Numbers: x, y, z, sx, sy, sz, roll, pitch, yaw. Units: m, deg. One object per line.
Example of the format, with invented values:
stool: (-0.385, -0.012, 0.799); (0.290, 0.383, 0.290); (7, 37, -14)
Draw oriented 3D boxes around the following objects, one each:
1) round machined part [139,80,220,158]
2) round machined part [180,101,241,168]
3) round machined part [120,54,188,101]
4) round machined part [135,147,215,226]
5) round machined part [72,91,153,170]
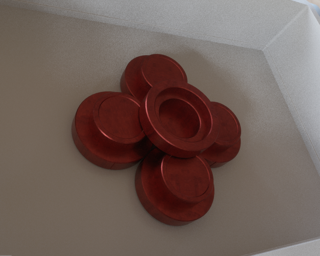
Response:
round machined part: (0.020, -0.008, 0.381); (0.099, 0.042, 0.098); (14, 56, -21)
round machined part: (0.072, 0.002, 0.429); (0.099, 0.042, 0.098); (14, 56, -21)
round machined part: (-0.001, -0.063, 0.428); (0.099, 0.042, 0.098); (14, 56, -21)
round machined part: (0.024, 0.061, 0.367); (0.099, 0.042, 0.098); (15, 54, -21)
round machined part: (-0.050, -0.003, 0.366); (0.099, 0.042, 0.098); (14, 56, -21)
